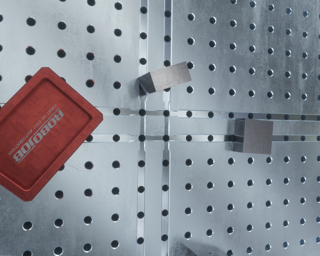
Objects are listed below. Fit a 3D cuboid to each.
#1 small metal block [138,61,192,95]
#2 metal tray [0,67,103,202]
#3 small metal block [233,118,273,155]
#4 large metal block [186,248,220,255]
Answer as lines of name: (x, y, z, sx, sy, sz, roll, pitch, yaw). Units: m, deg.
small metal block: (0.005, -0.064, 0.402, 0.050, 0.050, 0.025, -20, 97, -19)
metal tray: (-0.142, 0.006, 0.357, 0.090, 0.030, 0.130, 43, 76, -15)
small metal block: (0.140, 0.013, 0.466, 0.050, 0.025, 0.050, 5, 88, -20)
large metal block: (0.071, 0.223, 0.428, 0.080, 0.050, 0.080, 22, 83, -19)
